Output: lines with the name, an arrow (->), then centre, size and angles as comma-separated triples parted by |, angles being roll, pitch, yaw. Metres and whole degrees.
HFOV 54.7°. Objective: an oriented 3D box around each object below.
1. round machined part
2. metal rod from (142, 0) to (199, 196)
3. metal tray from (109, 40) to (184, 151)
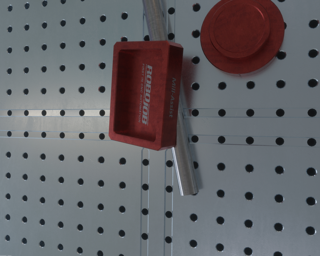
round machined part -> 0.096, -0.113, 0.370 | 0.098, 0.042, 0.097 | 0, 90, 20
metal rod -> 0.010, -0.062, 0.408 | 0.025, 0.025, 0.298 | -12, 86, 19
metal tray -> -0.021, -0.043, 0.397 | 0.090, 0.030, 0.129 | 10, 100, 36
